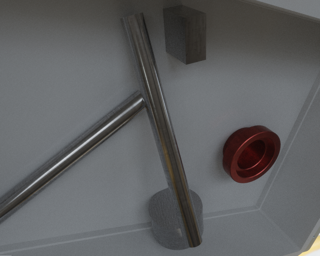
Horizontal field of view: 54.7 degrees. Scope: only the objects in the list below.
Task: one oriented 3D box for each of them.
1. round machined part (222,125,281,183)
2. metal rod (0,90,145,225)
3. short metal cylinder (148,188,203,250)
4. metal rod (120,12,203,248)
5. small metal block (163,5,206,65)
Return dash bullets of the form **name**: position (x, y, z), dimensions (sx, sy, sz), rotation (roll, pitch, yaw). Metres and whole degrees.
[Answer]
- **round machined part**: position (0.142, 0.038, 0.501), dimensions (0.099, 0.042, 0.097), rotation (-14, 125, -21)
- **metal rod**: position (-0.137, 0.057, 0.369), dimensions (0.301, 0.025, 0.025), rotation (-39, 130, -3)
- **short metal cylinder**: position (0.026, 0.137, 0.474), dimensions (0.081, 0.080, 0.050), rotation (-20, 126, -17)
- **metal rod**: position (0.008, 0.018, 0.372), dimensions (0.025, 0.025, 0.298), rotation (-21, 110, -16)
- **small metal block**: position (0.027, -0.104, 0.344), dimensions (0.025, 0.050, 0.050), rotation (-18, 126, -18)
